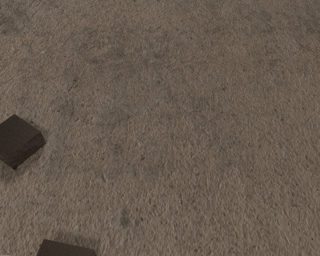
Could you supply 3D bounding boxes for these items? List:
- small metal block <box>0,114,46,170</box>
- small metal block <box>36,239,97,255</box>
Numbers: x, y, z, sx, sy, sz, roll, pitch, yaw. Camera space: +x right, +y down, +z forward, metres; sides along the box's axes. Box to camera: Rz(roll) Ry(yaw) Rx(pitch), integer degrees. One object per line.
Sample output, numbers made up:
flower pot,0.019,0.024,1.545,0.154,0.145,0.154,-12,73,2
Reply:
small metal block,-0.182,0.016,0.387,0.050,0.025,0.050,29,55,22
small metal block,-0.092,0.137,0.287,0.050,0.025,0.050,9,51,7
